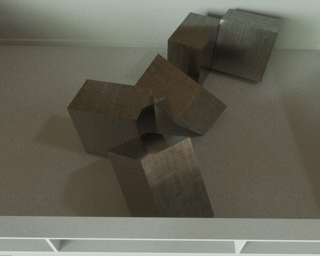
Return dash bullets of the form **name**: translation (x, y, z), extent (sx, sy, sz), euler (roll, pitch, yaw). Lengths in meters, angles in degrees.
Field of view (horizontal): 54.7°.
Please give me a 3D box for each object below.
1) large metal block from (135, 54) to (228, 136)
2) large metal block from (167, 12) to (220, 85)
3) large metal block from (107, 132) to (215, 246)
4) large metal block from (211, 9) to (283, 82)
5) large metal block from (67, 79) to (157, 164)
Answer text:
- **large metal block**: translation (0.028, -0.040, 0.395), extent (0.080, 0.080, 0.050), euler (43, 102, 30)
- **large metal block**: translation (0.051, -0.113, 0.465), extent (0.050, 0.080, 0.080), euler (21, 53, 16)
- **large metal block**: translation (-0.002, 0.053, 0.301), extent (0.050, 0.080, 0.080), euler (-25, 14, -26)
- **large metal block**: translation (0.130, -0.126, 0.473), extent (0.080, 0.079, 0.050), euler (19, 43, 14)
- **large metal block**: translation (-0.052, -0.007, 0.370), extent (0.080, 0.080, 0.050), euler (10, 50, 14)
